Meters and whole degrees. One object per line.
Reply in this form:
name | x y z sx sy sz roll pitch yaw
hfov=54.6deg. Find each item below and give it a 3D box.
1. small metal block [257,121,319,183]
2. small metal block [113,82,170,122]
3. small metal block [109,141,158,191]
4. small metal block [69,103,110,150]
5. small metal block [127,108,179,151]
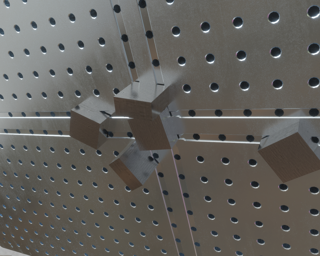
small metal block | 0.148 0.028 0.350 0.050 0.025 0.050 -35 99 38
small metal block | -0.022 -0.034 0.386 0.050 0.050 0.025 11 123 22
small metal block | -0.037 0.053 0.448 0.025 0.050 0.050 -34 99 38
small metal block | -0.107 -0.003 0.467 0.050 0.025 0.050 25 127 13
small metal block | -0.009 0.002 0.418 0.050 0.025 0.050 -6 116 31
